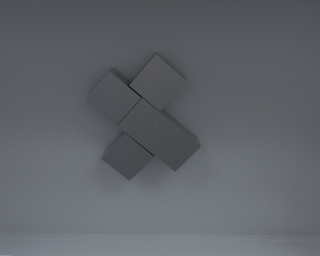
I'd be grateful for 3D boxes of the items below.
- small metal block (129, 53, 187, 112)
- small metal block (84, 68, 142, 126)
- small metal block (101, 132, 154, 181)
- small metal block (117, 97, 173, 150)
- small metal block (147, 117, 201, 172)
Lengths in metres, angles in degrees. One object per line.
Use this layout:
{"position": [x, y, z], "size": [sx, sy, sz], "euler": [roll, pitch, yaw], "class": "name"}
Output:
{"position": [-0.002, -0.058, 0.387], "size": [0.050, 0.025, 0.050], "euler": [40, 104, -14], "class": "small metal block"}
{"position": [-0.058, -0.039, 0.394], "size": [0.050, 0.025, 0.050], "euler": [40, 105, -14], "class": "small metal block"}
{"position": [-0.043, 0.035, 0.422], "size": [0.050, 0.025, 0.050], "euler": [41, 106, -14], "class": "small metal block"}
{"position": [-0.019, -0.009, 0.405], "size": [0.050, 0.025, 0.050], "euler": [40, 105, -14], "class": "small metal block"}
{"position": [0.018, 0.022, 0.417], "size": [0.050, 0.025, 0.050], "euler": [40, 105, -14], "class": "small metal block"}
